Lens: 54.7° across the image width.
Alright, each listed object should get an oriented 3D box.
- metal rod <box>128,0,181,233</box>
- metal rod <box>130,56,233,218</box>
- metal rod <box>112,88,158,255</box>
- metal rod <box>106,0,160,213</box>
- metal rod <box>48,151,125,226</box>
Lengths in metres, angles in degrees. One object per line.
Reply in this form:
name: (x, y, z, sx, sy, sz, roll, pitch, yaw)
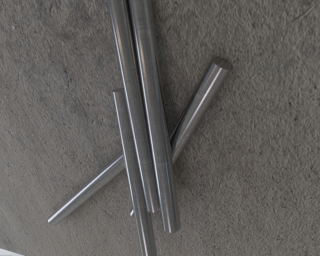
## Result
metal rod: (-0.003, -0.002, 0.381, 0.025, 0.025, 0.298, 2, 112, 27)
metal rod: (0.014, 0.036, 0.421, 0.025, 0.025, 0.298, 32, 129, 7)
metal rod: (-0.031, 0.090, 0.448, 0.025, 0.025, 0.298, 3, 112, 27)
metal rod: (-0.028, -0.025, 0.387, 0.025, 0.025, 0.298, 2, 114, 27)
metal rod: (-0.131, 0.113, 0.545, 0.025, 0.025, 0.299, 46, 129, -4)
